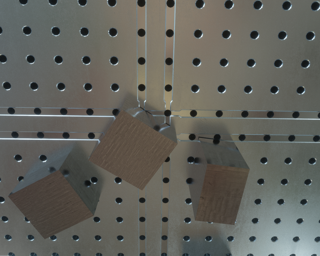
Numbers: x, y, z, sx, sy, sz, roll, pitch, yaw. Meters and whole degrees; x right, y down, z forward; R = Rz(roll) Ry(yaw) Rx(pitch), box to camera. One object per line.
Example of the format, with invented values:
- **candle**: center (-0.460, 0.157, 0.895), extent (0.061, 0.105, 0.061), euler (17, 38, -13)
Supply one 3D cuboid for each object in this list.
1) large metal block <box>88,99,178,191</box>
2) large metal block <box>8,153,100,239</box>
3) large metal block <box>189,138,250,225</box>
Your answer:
- **large metal block**: center (-0.034, 0.021, 0.408), extent (0.080, 0.050, 0.080), euler (32, 107, -12)
- **large metal block**: center (-0.144, 0.095, 0.433), extent (0.080, 0.050, 0.080), euler (-28, 108, 9)
- **large metal block**: center (0.074, 0.068, 0.410), extent (0.050, 0.080, 0.079), euler (8, 110, -3)
